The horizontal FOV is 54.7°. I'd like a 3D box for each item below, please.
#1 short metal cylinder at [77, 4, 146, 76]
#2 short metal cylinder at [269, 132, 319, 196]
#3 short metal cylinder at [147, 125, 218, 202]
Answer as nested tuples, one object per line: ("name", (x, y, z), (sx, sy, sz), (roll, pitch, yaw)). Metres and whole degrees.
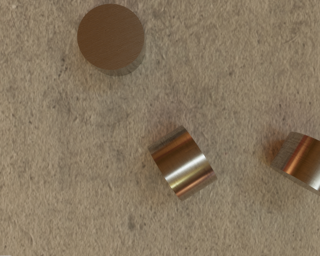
("short metal cylinder", (-0.059, -0.110, 0.397), (0.081, 0.050, 0.079), (0, 90, -1))
("short metal cylinder", (0.186, 0.047, 0.385), (0.080, 0.080, 0.050), (32, 90, -1))
("short metal cylinder", (0.027, 0.043, 0.383), (0.050, 0.080, 0.080), (-33, 90, 0))
